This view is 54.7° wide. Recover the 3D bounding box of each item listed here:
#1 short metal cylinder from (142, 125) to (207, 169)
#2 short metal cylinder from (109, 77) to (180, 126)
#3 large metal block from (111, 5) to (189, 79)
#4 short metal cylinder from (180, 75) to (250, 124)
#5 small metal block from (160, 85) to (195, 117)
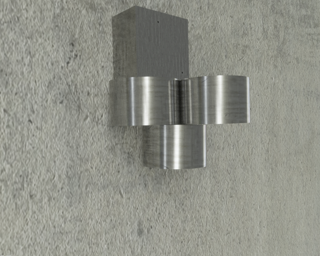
[{"bbox_3d":[0.018,0.021,0.386,0.081,0.080,0.050,-1,91,-40],"label":"short metal cylinder"},{"bbox_3d":[-0.017,-0.029,0.356,0.081,0.080,0.050,-3,92,-40],"label":"short metal cylinder"},{"bbox_3d":[-0.011,-0.095,0.381,0.081,0.050,0.079,-2,92,-40],"label":"large metal block"},{"bbox_3d":[0.062,-0.030,0.358,0.081,0.080,0.050,-3,92,-40],"label":"short metal cylinder"},{"bbox_3d":[0.022,-0.030,0.411,0.025,0.050,0.050,1,89,-40],"label":"small metal block"}]
